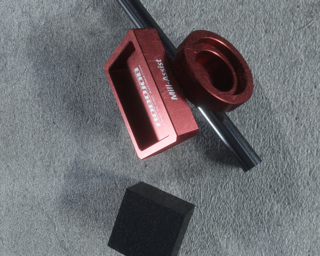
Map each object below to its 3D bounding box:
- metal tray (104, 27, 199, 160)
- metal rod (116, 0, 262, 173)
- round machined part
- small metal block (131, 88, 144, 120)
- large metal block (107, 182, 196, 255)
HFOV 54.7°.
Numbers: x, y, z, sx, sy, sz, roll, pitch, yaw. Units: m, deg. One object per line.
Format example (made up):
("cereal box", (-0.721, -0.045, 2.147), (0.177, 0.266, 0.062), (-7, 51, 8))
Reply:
("metal tray", (-0.015, -0.037, 0.359), (0.090, 0.030, 0.129), (-33, 77, 54))
("metal rod", (0.027, -0.074, 0.399), (0.025, 0.025, 0.299), (-38, 78, 16))
("round machined part", (0.057, -0.061, 0.359), (0.042, 0.099, 0.098), (-40, 75, 48))
("small metal block", (-0.009, -0.030, 0.412), (0.050, 0.025, 0.050), (-4, 89, 20))
("large metal block", (-0.010, 0.125, 0.399), (0.080, 0.050, 0.080), (21, 97, 18))
